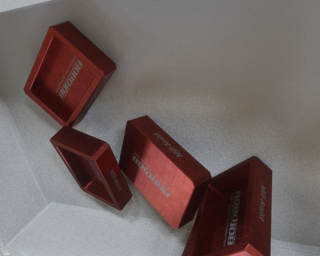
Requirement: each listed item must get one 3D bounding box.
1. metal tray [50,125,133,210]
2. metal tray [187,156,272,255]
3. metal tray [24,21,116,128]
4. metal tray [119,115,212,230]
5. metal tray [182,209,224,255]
[{"bbox_3d":[-0.099,0.062,0.460,0.090,0.030,0.129,18,143,30],"label":"metal tray"},{"bbox_3d":[0.082,0.101,0.357,0.030,0.130,0.090,41,129,-13],"label":"metal tray"},{"bbox_3d":[-0.129,-0.067,0.429,0.090,0.030,0.129,42,129,-2],"label":"metal tray"},{"bbox_3d":[0.000,0.055,0.405,0.130,0.030,0.089,42,134,32],"label":"metal tray"},{"bbox_3d":[0.073,0.155,0.396,0.090,0.131,0.030,-33,103,38],"label":"metal tray"}]
